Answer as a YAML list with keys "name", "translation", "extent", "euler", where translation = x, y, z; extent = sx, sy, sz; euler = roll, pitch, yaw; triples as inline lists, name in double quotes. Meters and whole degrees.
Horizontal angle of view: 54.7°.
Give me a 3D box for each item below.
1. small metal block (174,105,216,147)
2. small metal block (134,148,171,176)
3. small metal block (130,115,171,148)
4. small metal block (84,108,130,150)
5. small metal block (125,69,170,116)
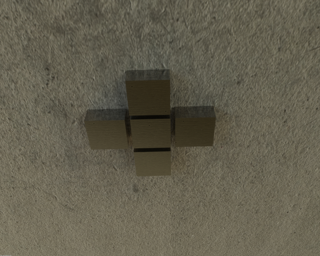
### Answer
- name: "small metal block"
  translation: [0.045, -0.002, 0.408]
  extent: [0.050, 0.025, 0.050]
  euler: [-1, 130, 0]
- name: "small metal block"
  translation: [-0.010, 0.043, 0.446]
  extent: [0.050, 0.025, 0.050]
  euler: [-2, 130, 1]
- name: "small metal block"
  translation: [-0.011, 0.000, 0.409]
  extent: [0.050, 0.025, 0.050]
  euler: [-1, 130, 0]
- name: "small metal block"
  translation: [-0.068, 0.002, 0.409]
  extent: [0.050, 0.025, 0.050]
  euler: [-1, 130, 0]
- name: "small metal block"
  translation: [-0.013, -0.043, 0.372]
  extent: [0.050, 0.025, 0.050]
  euler: [-1, 130, 0]
